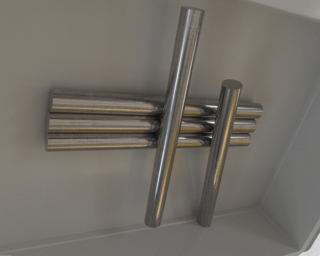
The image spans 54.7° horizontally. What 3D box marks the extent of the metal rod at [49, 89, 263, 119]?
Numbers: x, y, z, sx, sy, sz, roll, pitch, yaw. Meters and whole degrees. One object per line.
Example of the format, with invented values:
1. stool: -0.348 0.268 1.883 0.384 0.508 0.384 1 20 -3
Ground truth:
1. metal rod: 0.017 -0.028 0.401 0.303 0.025 0.025 1 118 -29

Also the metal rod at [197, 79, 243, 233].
1. metal rod: 0.083 0.063 0.468 0.025 0.025 0.298 -15 132 -20

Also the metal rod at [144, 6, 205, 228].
1. metal rod: 0.012 0.007 0.387 0.025 0.025 0.298 -5 121 -26

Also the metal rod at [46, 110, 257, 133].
1. metal rod: 0.010 -0.006 0.410 0.303 0.025 0.025 1 118 -29

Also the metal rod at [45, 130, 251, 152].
1. metal rod: 0.004 0.016 0.421 0.303 0.025 0.025 1 118 -29
